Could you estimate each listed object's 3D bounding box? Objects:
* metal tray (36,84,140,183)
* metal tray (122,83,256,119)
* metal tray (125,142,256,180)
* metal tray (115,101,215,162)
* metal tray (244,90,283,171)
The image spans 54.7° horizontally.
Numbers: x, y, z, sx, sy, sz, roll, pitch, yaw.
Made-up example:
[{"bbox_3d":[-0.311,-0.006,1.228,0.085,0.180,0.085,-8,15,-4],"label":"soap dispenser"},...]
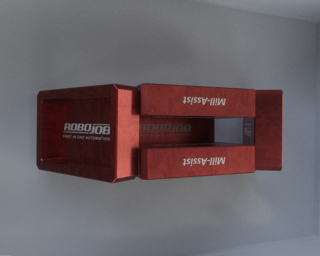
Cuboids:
[{"bbox_3d":[-0.080,0.004,0.325,0.030,0.130,0.089,0,91,-52],"label":"metal tray"},{"bbox_3d":[0.030,-0.027,0.352,0.131,0.090,0.030,0,90,-20],"label":"metal tray"},{"bbox_3d":[0.029,0.034,0.353,0.131,0.090,0.030,0,90,-21],"label":"metal tray"},{"bbox_3d":[0.008,0.003,0.409,0.131,0.030,0.089,0,90,-21],"label":"metal tray"},{"bbox_3d":[0.129,0.002,0.402,0.030,0.130,0.089,1,91,10],"label":"metal tray"}]
